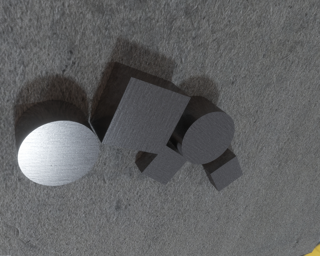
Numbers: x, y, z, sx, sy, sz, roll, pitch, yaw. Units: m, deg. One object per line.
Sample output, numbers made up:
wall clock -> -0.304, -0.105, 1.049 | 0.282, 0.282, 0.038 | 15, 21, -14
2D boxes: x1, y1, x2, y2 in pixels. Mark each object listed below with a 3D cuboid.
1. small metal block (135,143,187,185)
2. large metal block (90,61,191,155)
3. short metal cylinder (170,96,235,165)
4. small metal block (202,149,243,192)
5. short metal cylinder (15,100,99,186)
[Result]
small metal block -> 0.002, 0.047, 0.437 | 0.050, 0.025, 0.050 | -50, 129, 7
large metal block -> -0.024, -0.021, 0.364 | 0.081, 0.050, 0.080 | 15, 111, -34
short metal cylinder -> 0.053, 0.003, 0.422 | 0.081, 0.050, 0.079 | -14, 124, -21
small metal block -> 0.103, 0.068, 0.506 | 0.050, 0.025, 0.050 | -34, 129, -6
short metal cylinder -> -0.113, 0.016, 0.339 | 0.081, 0.050, 0.079 | -14, 124, -21
